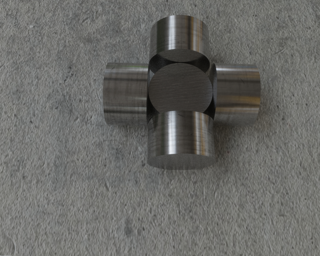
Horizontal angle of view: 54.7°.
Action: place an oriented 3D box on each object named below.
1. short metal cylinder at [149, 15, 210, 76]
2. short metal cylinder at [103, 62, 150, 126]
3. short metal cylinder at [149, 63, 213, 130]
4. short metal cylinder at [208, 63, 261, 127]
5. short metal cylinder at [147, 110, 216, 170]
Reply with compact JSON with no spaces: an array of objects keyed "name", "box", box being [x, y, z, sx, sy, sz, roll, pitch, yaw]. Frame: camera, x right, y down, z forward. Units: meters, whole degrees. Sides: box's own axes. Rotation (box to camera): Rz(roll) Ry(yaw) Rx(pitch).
[{"name":"short metal cylinder","box":[0.026,-0.106,0.418,0.081,0.080,0.050,2,71,0]},{"name":"short metal cylinder","box":[-0.040,-0.043,0.396,0.050,0.080,0.080,2,70,1]},{"name":"short metal cylinder","box":[0.026,-0.039,0.411,0.081,0.050,0.080,0,70,0]},{"name":"short metal cylinder","box":[0.091,-0.042,0.397,0.050,0.080,0.080,2,70,1]},{"name":"short metal cylinder","box":[0.025,0.018,0.374,0.081,0.080,0.050,0,70,0]}]
